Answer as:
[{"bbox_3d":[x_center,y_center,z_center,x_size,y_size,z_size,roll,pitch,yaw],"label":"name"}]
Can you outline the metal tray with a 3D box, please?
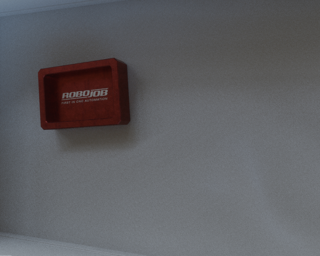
[{"bbox_3d":[-0.110,-0.046,0.445,0.130,0.030,0.089,-4,89,19],"label":"metal tray"}]
